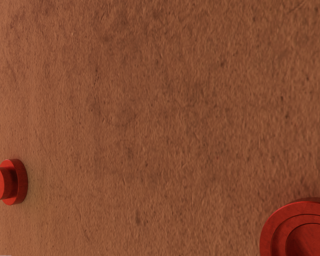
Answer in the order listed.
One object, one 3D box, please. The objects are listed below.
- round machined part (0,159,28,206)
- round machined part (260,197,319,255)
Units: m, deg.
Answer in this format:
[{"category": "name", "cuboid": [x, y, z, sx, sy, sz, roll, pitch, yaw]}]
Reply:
[{"category": "round machined part", "cuboid": [-0.325, 0.116, 0.657, 0.098, 0.042, 0.097, 0, 90, 39]}, {"category": "round machined part", "cuboid": [0.144, 0.110, 0.274, 0.098, 0.042, 0.097, 0, 90, 39]}]
